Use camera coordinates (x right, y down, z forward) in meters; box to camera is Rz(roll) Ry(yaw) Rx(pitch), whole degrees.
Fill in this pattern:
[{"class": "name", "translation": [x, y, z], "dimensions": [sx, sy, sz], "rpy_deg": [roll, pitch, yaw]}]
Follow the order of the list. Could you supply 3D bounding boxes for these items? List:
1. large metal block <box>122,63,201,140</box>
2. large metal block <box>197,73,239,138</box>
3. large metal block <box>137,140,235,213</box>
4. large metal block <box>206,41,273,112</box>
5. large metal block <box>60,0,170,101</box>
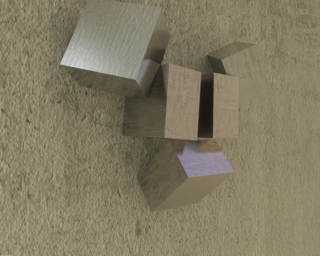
[{"class": "large metal block", "translation": [0.000, -0.028, 0.373], "dimensions": [0.050, 0.080, 0.080], "rpy_deg": [6, 86, -40]}, {"class": "large metal block", "translation": [0.058, -0.028, 0.422], "dimensions": [0.050, 0.080, 0.079], "rpy_deg": [1, 90, -40]}, {"class": "large metal block", "translation": [0.031, 0.059, 0.391], "dimensions": [0.081, 0.080, 0.050], "rpy_deg": [1, 50, -40]}, {"class": "large metal block", "translation": [0.116, -0.079, 0.462], "dimensions": [0.050, 0.080, 0.080], "rpy_deg": [-24, 109, 2]}, {"class": "large metal block", "translation": [-0.043, -0.082, 0.324], "dimensions": [0.050, 0.080, 0.080], "rpy_deg": [59, 47, -69]}]
